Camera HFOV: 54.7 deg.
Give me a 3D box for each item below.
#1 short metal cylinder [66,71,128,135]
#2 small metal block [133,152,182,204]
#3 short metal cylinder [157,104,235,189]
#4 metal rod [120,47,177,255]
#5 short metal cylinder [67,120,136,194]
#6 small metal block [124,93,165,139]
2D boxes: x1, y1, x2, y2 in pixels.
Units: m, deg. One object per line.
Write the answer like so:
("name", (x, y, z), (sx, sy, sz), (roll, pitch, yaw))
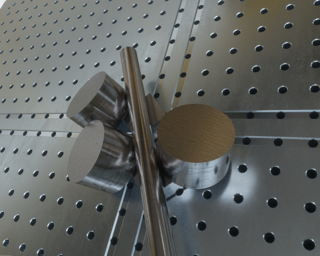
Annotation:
("short metal cylinder", (-0.085, -0.033, 0.434), (0.080, 0.050, 0.080), (-34, 33, 26))
("small metal block", (-0.002, 0.057, 0.370), (0.050, 0.025, 0.050), (-35, 51, 5))
("short metal cylinder", (0.038, 0.019, 0.339), (0.080, 0.050, 0.080), (-2, 49, 2))
("metal rod", (-0.022, 0.006, 0.378), (0.025, 0.025, 0.299), (-23, 53, 14))
("short metal cylinder", (-0.072, 0.036, 0.386), (0.080, 0.050, 0.080), (-31, 45, 38))
("small metal block", (-0.017, -0.011, 0.420), (0.050, 0.025, 0.050), (-37, 51, 3))
